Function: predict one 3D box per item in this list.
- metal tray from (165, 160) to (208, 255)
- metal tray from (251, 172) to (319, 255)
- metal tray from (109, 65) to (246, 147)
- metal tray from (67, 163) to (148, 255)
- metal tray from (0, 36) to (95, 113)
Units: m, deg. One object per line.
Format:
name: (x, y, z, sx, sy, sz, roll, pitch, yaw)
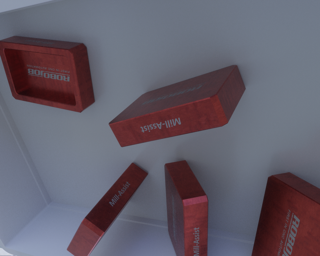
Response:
metal tray: (0.034, 0.121, 0.417, 0.030, 0.090, 0.129, -9, 116, -11)
metal tray: (0.154, 0.127, 0.350, 0.090, 0.030, 0.129, 35, 125, 58)
metal tray: (0.019, -0.024, 0.340, 0.130, 0.090, 0.030, -13, 112, 33)
metal tray: (-0.073, 0.119, 0.451, 0.030, 0.131, 0.089, 36, 129, 4)
metal tray: (-0.161, -0.077, 0.439, 0.130, 0.030, 0.089, 12, 123, 21)
